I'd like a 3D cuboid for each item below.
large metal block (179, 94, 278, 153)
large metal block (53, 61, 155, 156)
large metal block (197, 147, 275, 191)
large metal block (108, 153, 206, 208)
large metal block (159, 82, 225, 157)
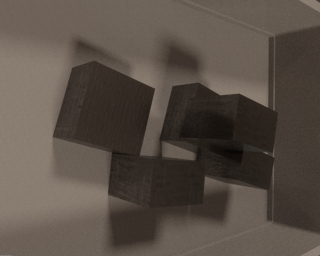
[{"bbox_3d":[0.083,-0.004,0.378,0.081,0.080,0.050,17,80,-39],"label":"large metal block"},{"bbox_3d":[-0.060,-0.018,0.342,0.080,0.050,0.080,20,77,-39],"label":"large metal block"},{"bbox_3d":[0.112,0.057,0.468,0.080,0.080,0.050,22,76,-38],"label":"large metal block"},{"bbox_3d":[-0.004,0.060,0.369,0.081,0.080,0.050,8,85,-40],"label":"large metal block"},{"bbox_3d":[0.054,-0.010,0.438,0.080,0.050,0.080,22,76,-38],"label":"large metal block"}]
